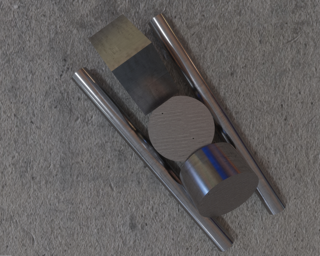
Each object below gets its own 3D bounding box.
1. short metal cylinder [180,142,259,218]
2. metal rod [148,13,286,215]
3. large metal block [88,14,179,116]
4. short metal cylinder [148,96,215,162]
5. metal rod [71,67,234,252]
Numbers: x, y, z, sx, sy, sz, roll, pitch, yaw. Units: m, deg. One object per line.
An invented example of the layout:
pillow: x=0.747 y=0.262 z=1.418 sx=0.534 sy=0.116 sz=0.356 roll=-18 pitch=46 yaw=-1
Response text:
short metal cylinder: x=0.071 y=0.064 z=0.378 sx=0.080 sy=0.080 sz=0.050 roll=-31 pitch=48 yaw=0
metal rod: x=0.076 y=-0.018 z=0.411 sx=0.025 sy=0.025 sz=0.299 roll=-33 pitch=90 yaw=0
large metal block: x=-0.031 y=-0.074 z=0.368 sx=0.050 sy=0.080 sz=0.080 roll=-36 pitch=49 yaw=0
short metal cylinder: x=0.026 y=0.001 z=0.399 sx=0.081 sy=0.050 sz=0.080 roll=0 pitch=90 yaw=0
metal rod: x=-0.009 y=0.041 z=0.410 sx=0.025 sy=0.025 sz=0.300 roll=-41 pitch=90 yaw=0
